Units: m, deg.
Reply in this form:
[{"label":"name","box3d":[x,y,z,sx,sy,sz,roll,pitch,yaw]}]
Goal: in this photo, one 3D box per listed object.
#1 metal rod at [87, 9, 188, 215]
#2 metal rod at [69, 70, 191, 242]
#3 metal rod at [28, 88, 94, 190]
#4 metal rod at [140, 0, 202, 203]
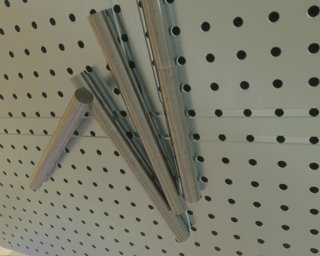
[{"label":"metal rod","box3d":[-0.022,-0.006,0.419,0.025,0.025,0.299,-9,114,32]},{"label":"metal rod","box3d":[-0.038,0.051,0.463,0.025,0.025,0.299,-21,107,36]},{"label":"metal rod","box3d":[-0.172,0.034,0.506,0.025,0.025,0.299,43,135,-1]},{"label":"metal rod","box3d":[0.017,-0.031,0.383,0.025,0.025,0.298,1,119,28]}]
